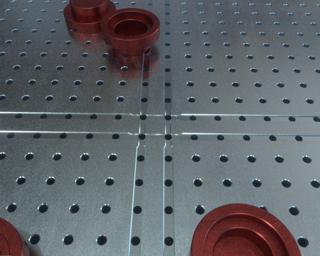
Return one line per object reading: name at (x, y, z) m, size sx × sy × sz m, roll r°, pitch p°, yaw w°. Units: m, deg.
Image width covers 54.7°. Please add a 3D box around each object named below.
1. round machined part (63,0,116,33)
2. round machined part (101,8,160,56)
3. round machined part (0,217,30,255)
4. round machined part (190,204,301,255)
round machined part at (-0.132, -0.224, 0.583) m, size 0.099 × 0.042 × 0.098 m, roll 0°, pitch 50°, yaw 0°
round machined part at (-0.049, -0.162, 0.532) m, size 0.099 × 0.042 × 0.098 m, roll 0°, pitch 50°, yaw 0°
round machined part at (-0.169, 0.134, 0.282) m, size 0.099 × 0.042 × 0.098 m, roll 0°, pitch 50°, yaw 0°
round machined part at (0.077, 0.125, 0.292) m, size 0.099 × 0.042 × 0.098 m, roll 0°, pitch 50°, yaw 0°
